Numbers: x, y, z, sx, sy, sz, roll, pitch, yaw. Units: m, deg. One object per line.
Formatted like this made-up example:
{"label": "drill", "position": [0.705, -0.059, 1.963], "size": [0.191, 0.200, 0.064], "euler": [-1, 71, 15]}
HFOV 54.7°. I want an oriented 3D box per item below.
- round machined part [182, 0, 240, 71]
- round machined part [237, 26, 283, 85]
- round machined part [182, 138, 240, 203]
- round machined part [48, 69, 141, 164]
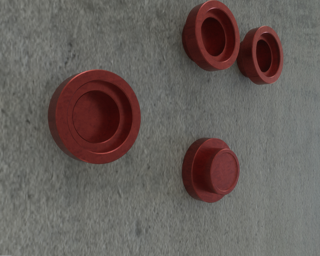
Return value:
{"label": "round machined part", "position": [0.071, -0.132, 0.455], "size": [0.099, 0.042, 0.097], "euler": [0, 90, -40]}
{"label": "round machined part", "position": [0.171, -0.124, 0.540], "size": [0.099, 0.042, 0.097], "euler": [0, 90, -40]}
{"label": "round machined part", "position": [0.083, 0.064, 0.466], "size": [0.099, 0.042, 0.097], "euler": [0, 90, -40]}
{"label": "round machined part", "position": [-0.072, -0.012, 0.334], "size": [0.099, 0.042, 0.097], "euler": [0, 90, -40]}
